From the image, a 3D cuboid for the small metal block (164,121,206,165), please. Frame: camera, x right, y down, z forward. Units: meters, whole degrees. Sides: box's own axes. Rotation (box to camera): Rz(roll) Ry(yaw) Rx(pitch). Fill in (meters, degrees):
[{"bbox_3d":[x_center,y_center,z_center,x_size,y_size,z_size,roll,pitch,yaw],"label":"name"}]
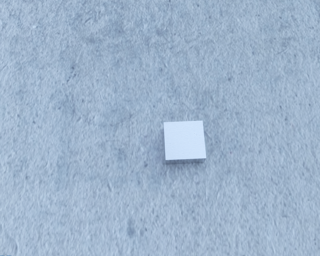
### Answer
[{"bbox_3d":[0.031,0.019,0.401,0.050,0.025,0.050,-2,70,-1],"label":"small metal block"}]
